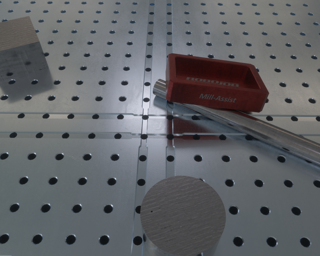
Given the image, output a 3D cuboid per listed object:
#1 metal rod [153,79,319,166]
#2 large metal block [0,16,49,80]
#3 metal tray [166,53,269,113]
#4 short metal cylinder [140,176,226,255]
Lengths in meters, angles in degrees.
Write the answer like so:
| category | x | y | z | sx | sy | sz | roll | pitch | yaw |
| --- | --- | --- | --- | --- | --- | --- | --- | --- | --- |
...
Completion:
| category | x | y | z | sx | sy | sz | roll | pitch | yaw |
| --- | --- | --- | --- | --- | --- | --- | --- | --- | --- |
| metal rod | 0.125 | -0.001 | 0.408 | 0.301 | 0.025 | 0.025 | 25 | 54 | 19 |
| large metal block | -0.236 | -0.129 | 0.498 | 0.081 | 0.050 | 0.080 | -20 | 53 | -16 |
| metal tray | 0.075 | -0.065 | 0.435 | 0.131 | 0.030 | 0.090 | 7 | 36 | -5 |
| short metal cylinder | 0.022 | 0.095 | 0.311 | 0.081 | 0.050 | 0.080 | 0 | 50 | 0 |
